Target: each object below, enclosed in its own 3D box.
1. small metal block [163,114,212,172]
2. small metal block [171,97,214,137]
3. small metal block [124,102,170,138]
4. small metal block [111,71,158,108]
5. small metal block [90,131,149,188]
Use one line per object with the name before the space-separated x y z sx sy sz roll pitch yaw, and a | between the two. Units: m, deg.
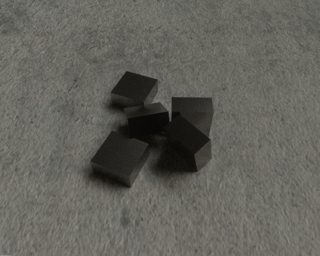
small metal block | 0.034 0.018 0.369 0.025 0.050 0.050 -41 61 -13
small metal block | 0.039 -0.013 0.398 0.050 0.050 0.025 1 50 0
small metal block | -0.018 -0.012 0.398 0.050 0.025 0.050 -10 19 -9
small metal block | -0.036 -0.051 0.446 0.050 0.025 0.050 17 52 13
small metal block | -0.047 0.036 0.372 0.050 0.025 0.050 19 52 15
